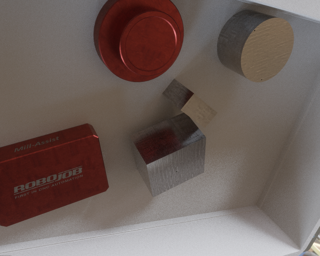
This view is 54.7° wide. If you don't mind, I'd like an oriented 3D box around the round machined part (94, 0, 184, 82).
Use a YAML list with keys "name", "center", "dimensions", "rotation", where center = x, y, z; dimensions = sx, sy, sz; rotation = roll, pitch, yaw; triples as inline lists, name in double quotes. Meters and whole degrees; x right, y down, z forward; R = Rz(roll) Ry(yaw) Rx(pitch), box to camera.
- name: "round machined part"
  center: [-0.017, -0.094, 0.331]
  dimensions: [0.099, 0.042, 0.097]
  rotation: [-14, 125, -21]

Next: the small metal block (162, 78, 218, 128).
- name: "small metal block"
  center: [0.038, -0.032, 0.395]
  dimensions: [0.050, 0.050, 0.025]
  rotation: [33, 100, -39]

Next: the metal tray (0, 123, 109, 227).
- name: "metal tray"
  center: [-0.133, 0.055, 0.367]
  dimensions: [0.131, 0.030, 0.089]
  rotation: [-17, 126, -19]

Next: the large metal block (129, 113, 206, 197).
- name: "large metal block"
  center: [0.012, 0.036, 0.411]
  dimensions: [0.081, 0.050, 0.080]
  rotation: [-24, 142, -14]

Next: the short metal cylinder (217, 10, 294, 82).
- name: "short metal cylinder"
  center: [0.121, -0.105, 0.396]
  dimensions: [0.081, 0.050, 0.079]
  rotation: [-14, 125, -21]
